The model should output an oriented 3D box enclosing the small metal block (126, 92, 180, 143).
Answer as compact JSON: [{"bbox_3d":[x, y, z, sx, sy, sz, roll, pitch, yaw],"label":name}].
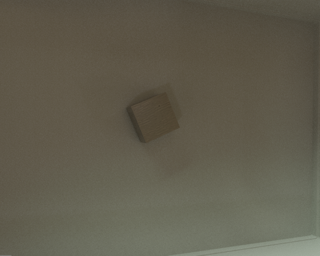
[{"bbox_3d":[-0.009,-0.014,0.404,0.050,0.025,0.050,-25,99,-19],"label":"small metal block"}]
